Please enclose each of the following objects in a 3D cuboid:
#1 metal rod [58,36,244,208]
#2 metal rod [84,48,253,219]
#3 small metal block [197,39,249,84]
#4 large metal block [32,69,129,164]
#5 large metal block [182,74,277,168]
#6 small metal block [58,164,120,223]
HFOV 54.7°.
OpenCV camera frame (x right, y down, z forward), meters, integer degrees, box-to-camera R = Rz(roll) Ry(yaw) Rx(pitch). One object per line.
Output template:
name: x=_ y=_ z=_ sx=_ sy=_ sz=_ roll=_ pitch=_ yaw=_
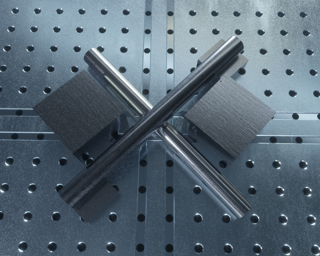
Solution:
metal rod: x=-0.001 y=-0.017 z=0.391 sx=0.301 sy=0.025 sz=0.025 roll=-43 pitch=76 yaw=-14
metal rod: x=0.002 y=-0.002 z=0.411 sx=0.025 sy=0.025 sz=0.300 roll=-41 pitch=75 yaw=-13
small metal block: x=0.089 y=-0.092 z=0.446 sx=0.050 sy=0.025 sz=0.050 roll=-42 pitch=76 yaw=-14
large metal block: x=-0.100 y=-0.014 z=0.403 sx=0.080 sy=0.050 sz=0.080 roll=-41 pitch=75 yaw=-14
large metal block: x=0.087 y=-0.009 z=0.402 sx=0.080 sy=0.050 sz=0.080 roll=41 pitch=75 yaw=13
small metal block: x=-0.086 y=0.080 z=0.382 sx=0.050 sy=0.025 sz=0.050 roll=43 pitch=75 yaw=14
